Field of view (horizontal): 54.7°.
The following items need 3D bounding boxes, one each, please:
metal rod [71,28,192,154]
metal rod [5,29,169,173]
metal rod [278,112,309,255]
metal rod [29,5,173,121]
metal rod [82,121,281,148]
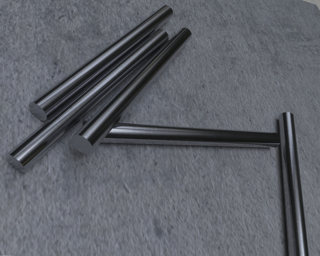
[{"bbox_3d":[-0.018,-0.071,0.419,0.025,0.025,0.301,38,45,-3],"label":"metal rod"},{"bbox_3d":[-0.070,-0.056,0.401,0.025,0.025,0.301,40,51,-2],"label":"metal rod"},{"bbox_3d":[0.194,0.100,0.449,0.025,0.025,0.300,23,53,-15],"label":"metal rod"},{"bbox_3d":[-0.062,-0.109,0.437,0.025,0.025,0.301,40,51,-1],"label":"metal rod"},{"bbox_3d":[0.047,0.011,0.423,0.303,0.025,0.025,3,60,-27],"label":"metal rod"}]
